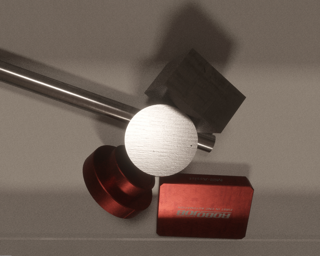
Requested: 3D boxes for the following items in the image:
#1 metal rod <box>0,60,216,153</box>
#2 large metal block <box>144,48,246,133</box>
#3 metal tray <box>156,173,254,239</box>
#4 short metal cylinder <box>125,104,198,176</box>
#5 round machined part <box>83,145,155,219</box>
[{"bbox_3d":[-0.071,-0.027,0.400,0.302,0.025,0.025,19,109,-8],"label":"metal rod"},{"bbox_3d":[0.037,-0.038,0.361,0.080,0.080,0.050,39,79,-14],"label":"large metal block"},{"bbox_3d":[0.062,0.114,0.452,0.131,0.030,0.089,3,110,-2],"label":"metal tray"},{"bbox_3d":[0.000,0.017,0.364,0.081,0.050,0.080,1,80,-3],"label":"short metal cylinder"},{"bbox_3d":[-0.044,0.060,0.392,0.098,0.098,0.042,43,113,-14],"label":"round machined part"}]
